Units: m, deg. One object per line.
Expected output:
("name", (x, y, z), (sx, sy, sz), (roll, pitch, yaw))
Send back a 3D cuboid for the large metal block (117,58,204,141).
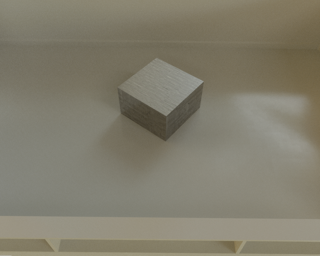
("large metal block", (0.001, -0.041, 0.424), (0.080, 0.050, 0.080), (32, 57, 23))
